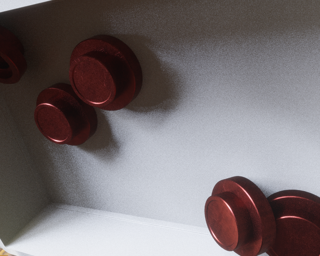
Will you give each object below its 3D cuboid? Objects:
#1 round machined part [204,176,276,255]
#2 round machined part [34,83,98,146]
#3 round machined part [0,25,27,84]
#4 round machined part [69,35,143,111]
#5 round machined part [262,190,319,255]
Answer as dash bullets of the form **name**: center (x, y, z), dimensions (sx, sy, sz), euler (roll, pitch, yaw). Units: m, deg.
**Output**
- **round machined part**: center (0.092, 0.112, 0.385), dimensions (0.098, 0.042, 0.097), euler (34, 130, 57)
- **round machined part**: center (-0.147, -0.014, 0.464), dimensions (0.098, 0.042, 0.097), euler (13, 124, 20)
- **round machined part**: center (-0.233, -0.110, 0.434), dimensions (0.098, 0.042, 0.098), euler (15, 150, 9)
- **round machined part**: center (-0.075, -0.065, 0.395), dimensions (0.098, 0.042, 0.097), euler (13, 124, 20)
- **round machined part**: center (0.165, 0.128, 0.375), dimensions (0.098, 0.042, 0.097), euler (7, 106, 24)
